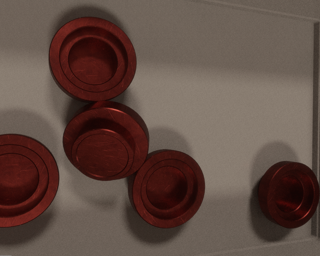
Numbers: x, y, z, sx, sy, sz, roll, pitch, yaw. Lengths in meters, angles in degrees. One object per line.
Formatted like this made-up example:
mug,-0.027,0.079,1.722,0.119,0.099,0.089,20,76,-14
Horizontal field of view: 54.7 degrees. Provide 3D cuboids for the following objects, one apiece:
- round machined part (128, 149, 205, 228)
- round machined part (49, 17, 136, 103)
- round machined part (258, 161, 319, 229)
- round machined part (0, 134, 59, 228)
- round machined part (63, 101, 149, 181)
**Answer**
round machined part,0.006,0.076,0.405,0.099,0.042,0.097,0,90,-21
round machined part,-0.081,-0.078,0.371,0.099,0.042,0.097,1,88,-20
round machined part,0.191,0.099,0.474,0.099,0.042,0.097,0,90,-21
round machined part,-0.164,0.055,0.341,0.099,0.042,0.097,0,90,-21
round machined part,-0.062,0.022,0.355,0.099,0.042,0.097,0,118,0
